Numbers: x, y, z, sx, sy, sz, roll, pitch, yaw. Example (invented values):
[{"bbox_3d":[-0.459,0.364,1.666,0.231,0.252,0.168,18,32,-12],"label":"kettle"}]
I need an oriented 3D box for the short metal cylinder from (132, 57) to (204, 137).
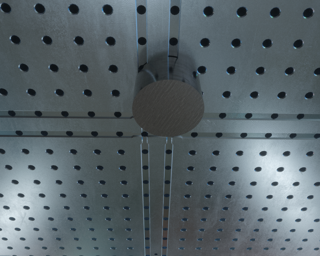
[{"bbox_3d":[0.009,-0.036,0.365,0.080,0.050,0.080,0,130,0],"label":"short metal cylinder"}]
